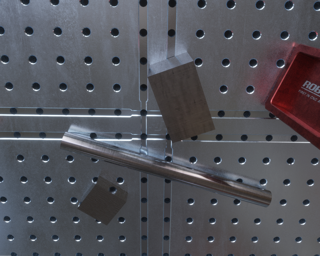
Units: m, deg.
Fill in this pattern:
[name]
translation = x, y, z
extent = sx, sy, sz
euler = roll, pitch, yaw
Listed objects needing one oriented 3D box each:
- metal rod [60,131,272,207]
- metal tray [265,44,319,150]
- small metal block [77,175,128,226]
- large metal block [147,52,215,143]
[metal rod]
translation = 0.013, 0.060, 0.435
extent = 0.302, 0.025, 0.025
euler = 17, 109, -7
[metal tray]
translation = 0.177, -0.037, 0.343
extent = 0.030, 0.130, 0.089
euler = 18, 109, -15
[small metal block]
translation = -0.083, 0.106, 0.451
extent = 0.050, 0.025, 0.050
euler = 35, 106, -12
[large metal block]
translation = 0.024, -0.040, 0.370
extent = 0.050, 0.080, 0.080
euler = -19, 109, 7
